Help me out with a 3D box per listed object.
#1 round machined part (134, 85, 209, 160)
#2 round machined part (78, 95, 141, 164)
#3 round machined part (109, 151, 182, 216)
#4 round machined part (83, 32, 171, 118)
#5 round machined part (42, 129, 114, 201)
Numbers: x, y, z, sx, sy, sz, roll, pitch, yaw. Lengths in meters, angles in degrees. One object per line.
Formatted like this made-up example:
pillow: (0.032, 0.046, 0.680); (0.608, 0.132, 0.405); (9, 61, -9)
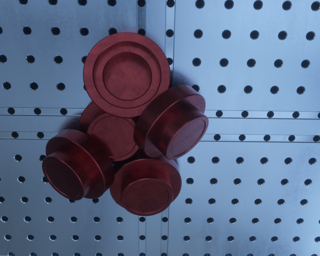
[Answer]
round machined part: (0.020, 0.000, 0.373); (0.042, 0.099, 0.098); (45, 109, 28)
round machined part: (-0.057, 0.004, 0.404); (0.099, 0.042, 0.097); (0, 110, -1)
round machined part: (-0.019, 0.081, 0.421); (0.099, 0.042, 0.097); (-3, 122, -5)
round machined part: (-0.039, -0.060, 0.370); (0.099, 0.042, 0.097); (0, 89, -6)
round machined part: (-0.111, 0.054, 0.397); (0.098, 0.042, 0.097); (17, 128, 24)
